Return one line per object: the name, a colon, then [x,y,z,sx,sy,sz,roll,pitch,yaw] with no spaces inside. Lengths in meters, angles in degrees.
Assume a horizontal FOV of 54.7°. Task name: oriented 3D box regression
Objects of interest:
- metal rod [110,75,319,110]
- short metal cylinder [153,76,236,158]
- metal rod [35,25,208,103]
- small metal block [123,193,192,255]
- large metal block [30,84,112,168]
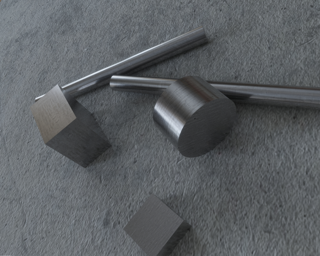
metal rod: [0.057,-0.050,0.403,0.300,0.025,0.025,9,66,31]
short metal cylinder: [0.040,-0.013,0.355,0.080,0.080,0.050,-42,51,-1]
metal rod: [-0.070,-0.090,0.493,0.301,0.025,0.025,-19,54,16]
small metal block: [-0.003,0.109,0.338,0.050,0.025,0.050,33,80,38]
large metal block: [-0.124,-0.002,0.433,0.050,0.080,0.080,-40,51,1]
